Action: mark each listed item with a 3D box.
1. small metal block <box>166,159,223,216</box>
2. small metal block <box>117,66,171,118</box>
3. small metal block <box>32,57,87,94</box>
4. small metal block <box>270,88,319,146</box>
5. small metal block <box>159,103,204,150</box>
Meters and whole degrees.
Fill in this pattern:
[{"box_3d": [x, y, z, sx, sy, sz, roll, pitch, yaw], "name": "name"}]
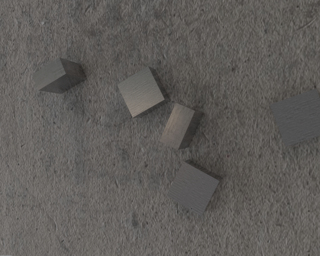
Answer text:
[{"box_3d": [0.044, 0.075, 0.393, 0.050, 0.025, 0.050, 28, 99, 17], "name": "small metal block"}, {"box_3d": [-0.021, -0.047, 0.417, 0.050, 0.025, 0.050, -28, 81, 17], "name": "small metal block"}, {"box_3d": [-0.143, -0.074, 0.446, 0.050, 0.050, 0.025, -26, 82, 18], "name": "small metal block"}, {"box_3d": [0.159, -0.011, 0.353, 0.050, 0.025, 0.050, -21, 83, 18], "name": "small metal block"}, {"box_3d": [0.028, -0.002, 0.386, 0.025, 0.050, 0.050, 26, 99, 18], "name": "small metal block"}]
